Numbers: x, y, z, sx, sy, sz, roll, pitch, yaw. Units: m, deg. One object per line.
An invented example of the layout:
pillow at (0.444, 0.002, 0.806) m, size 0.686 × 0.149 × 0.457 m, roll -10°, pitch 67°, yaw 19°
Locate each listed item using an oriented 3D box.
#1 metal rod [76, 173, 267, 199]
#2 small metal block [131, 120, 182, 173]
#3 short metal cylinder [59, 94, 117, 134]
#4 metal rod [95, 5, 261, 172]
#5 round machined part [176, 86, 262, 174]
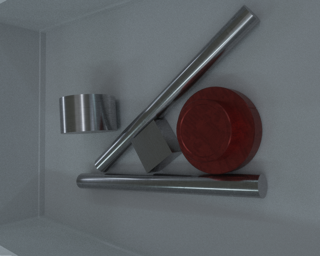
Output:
metal rod at (-0.010, 0.073, 0.411) m, size 0.300 × 0.025 × 0.025 m, roll -7°, pitch 86°, yaw 39°
small metal block at (-0.004, 0.024, 0.406) m, size 0.050 × 0.025 × 0.050 m, roll -43°, pitch 65°, yaw 31°
short metal cylinder at (-0.104, -0.018, 0.453) m, size 0.080 × 0.081 × 0.050 m, roll -6°, pitch 86°, yaw 39°
metal rod at (0.004, -0.031, 0.400) m, size 0.299 × 0.025 × 0.025 m, roll -44°, pitch 64°, yaw 31°
round machined part at (0.058, 0.003, 0.343) m, size 0.098 × 0.042 × 0.097 m, roll 0°, pitch 90°, yaw 39°
